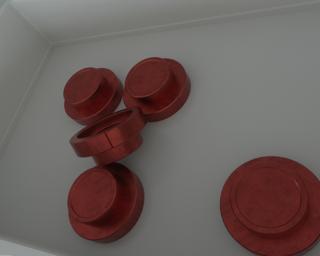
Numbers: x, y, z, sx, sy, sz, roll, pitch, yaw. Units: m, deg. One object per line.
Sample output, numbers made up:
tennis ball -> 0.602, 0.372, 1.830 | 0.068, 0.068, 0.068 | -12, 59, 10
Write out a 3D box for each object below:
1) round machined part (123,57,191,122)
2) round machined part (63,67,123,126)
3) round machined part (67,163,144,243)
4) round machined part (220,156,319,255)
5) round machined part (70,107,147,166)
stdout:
round machined part -> -0.010, -0.060, 0.436 | 0.098, 0.042, 0.098 | -13, 56, 20
round machined part -> -0.111, -0.056, 0.485 | 0.098, 0.042, 0.098 | -13, 56, 20
round machined part -> -0.072, 0.086, 0.378 | 0.098, 0.042, 0.098 | -13, 56, 20
round machined part -> 0.105, 0.071, 0.296 | 0.098, 0.042, 0.098 | -13, 56, 20
round machined part -> -0.061, 0.013, 0.397 | 0.098, 0.042, 0.098 | -22, 16, 7
